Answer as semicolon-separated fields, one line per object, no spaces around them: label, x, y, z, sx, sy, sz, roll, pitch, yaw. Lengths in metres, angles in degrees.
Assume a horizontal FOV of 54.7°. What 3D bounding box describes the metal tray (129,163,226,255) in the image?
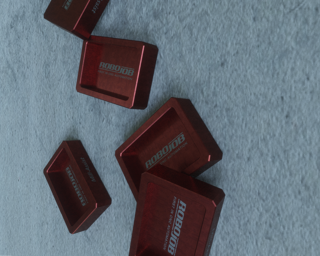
metal tray;0.015;0.117;0.361;0.090;0.030;0.129;19;112;25

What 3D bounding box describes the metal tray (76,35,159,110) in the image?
metal tray;-0.068;-0.084;0.454;0.130;0.030;0.089;19;102;38

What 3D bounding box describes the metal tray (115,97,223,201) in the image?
metal tray;0.005;0.034;0.395;0.129;0.030;0.090;-42;65;31

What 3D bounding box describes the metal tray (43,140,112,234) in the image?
metal tray;-0.141;0.095;0.514;0.090;0.030;0.130;-49;62;28

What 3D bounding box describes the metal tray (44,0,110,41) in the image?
metal tray;-0.116;-0.208;0.473;0.090;0.030;0.129;33;95;35
